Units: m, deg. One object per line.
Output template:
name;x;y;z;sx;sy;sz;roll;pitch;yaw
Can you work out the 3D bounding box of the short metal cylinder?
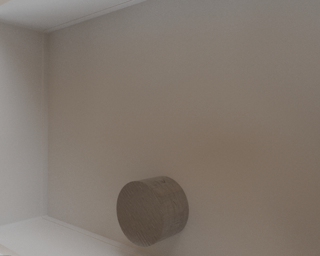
short metal cylinder;-0.010;0.105;0.400;0.080;0.050;0.080;0;90;40
